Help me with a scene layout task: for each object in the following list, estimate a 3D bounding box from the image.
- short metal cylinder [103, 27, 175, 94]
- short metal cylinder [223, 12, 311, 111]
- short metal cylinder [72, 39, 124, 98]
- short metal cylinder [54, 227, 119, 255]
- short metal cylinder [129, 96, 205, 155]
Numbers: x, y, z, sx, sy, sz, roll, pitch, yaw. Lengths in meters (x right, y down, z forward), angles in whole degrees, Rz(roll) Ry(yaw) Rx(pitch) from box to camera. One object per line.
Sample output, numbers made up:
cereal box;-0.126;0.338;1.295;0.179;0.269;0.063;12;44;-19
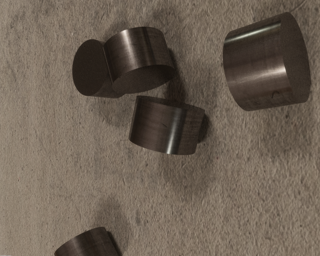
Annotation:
short metal cylinder;-0.027;-0.082;0.389;0.080;0.081;0.050;-26;74;37
short metal cylinder;0.100;-0.058;0.286;0.050;0.081;0.080;-9;84;39
short metal cylinder;-0.084;-0.085;0.455;0.080;0.050;0.079;0;90;39
short metal cylinder;-0.106;0.189;0.454;0.080;0.081;0.050;-48;62;29
short metal cylinder;0.008;-0.005;0.361;0.080;0.081;0.050;20;103;38
